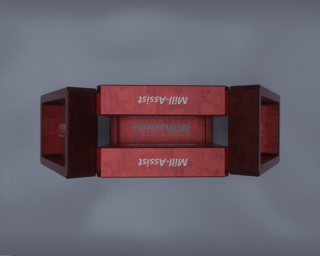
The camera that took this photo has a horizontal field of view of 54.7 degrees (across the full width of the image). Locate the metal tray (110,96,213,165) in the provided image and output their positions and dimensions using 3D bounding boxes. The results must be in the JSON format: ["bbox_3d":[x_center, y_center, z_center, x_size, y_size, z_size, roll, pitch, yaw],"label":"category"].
[{"bbox_3d":[0.002,0.003,0.407,0.131,0.030,0.089,0,90,-1],"label":"metal tray"}]

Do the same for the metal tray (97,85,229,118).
[{"bbox_3d":[0.003,-0.027,0.347,0.131,0.090,0.030,0,90,0],"label":"metal tray"}]

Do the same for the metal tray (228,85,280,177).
[{"bbox_3d":[0.113,0.002,0.359,0.030,0.131,0.089,1,91,30],"label":"metal tray"}]

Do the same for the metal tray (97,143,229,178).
[{"bbox_3d":[0.003,0.034,0.347,0.131,0.090,0.030,0,90,-1],"label":"metal tray"}]

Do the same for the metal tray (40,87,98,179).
[{"bbox_3d":[-0.110,0.003,0.358,0.030,0.130,0.089,0,91,-32],"label":"metal tray"}]
